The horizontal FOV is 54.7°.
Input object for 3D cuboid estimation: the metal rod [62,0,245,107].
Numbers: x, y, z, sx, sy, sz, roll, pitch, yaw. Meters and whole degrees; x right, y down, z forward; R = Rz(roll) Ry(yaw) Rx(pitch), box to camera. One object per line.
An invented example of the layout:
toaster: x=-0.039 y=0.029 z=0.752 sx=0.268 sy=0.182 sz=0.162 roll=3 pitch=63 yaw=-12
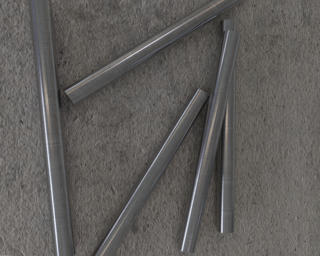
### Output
metal rod: x=0.009 y=-0.119 z=0.411 sx=0.301 sy=0.025 sz=0.025 roll=-36 pitch=102 yaw=-17

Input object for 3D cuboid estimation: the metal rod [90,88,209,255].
metal rod: x=-0.021 y=0.077 z=0.401 sx=0.025 sy=0.025 sz=0.300 roll=36 pitch=79 yaw=-17

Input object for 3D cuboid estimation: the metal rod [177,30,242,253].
metal rod: x=0.067 y=0.019 z=0.420 sx=0.025 sy=0.025 sz=0.298 roll=12 pitch=91 yaw=-20

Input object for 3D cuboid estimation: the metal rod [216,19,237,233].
metal rod: x=0.095 y=-0.003 z=0.443 sx=0.025 sy=0.025 sz=0.298 roll=1 pitch=90 yaw=-20

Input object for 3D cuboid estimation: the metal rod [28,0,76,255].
metal rod: x=-0.125 y=0.002 z=0.362 sx=0.025 sy=0.025 sz=0.298 roll=-6 pitch=92 yaw=-20
